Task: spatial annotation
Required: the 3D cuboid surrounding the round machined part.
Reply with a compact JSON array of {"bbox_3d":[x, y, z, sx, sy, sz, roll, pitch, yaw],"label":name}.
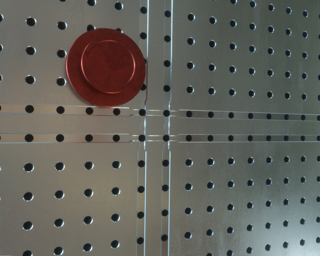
[{"bbox_3d":[-0.064,-0.074,0.381,0.099,0.042,0.097,0,90,-20],"label":"round machined part"}]
